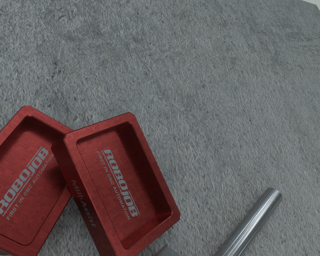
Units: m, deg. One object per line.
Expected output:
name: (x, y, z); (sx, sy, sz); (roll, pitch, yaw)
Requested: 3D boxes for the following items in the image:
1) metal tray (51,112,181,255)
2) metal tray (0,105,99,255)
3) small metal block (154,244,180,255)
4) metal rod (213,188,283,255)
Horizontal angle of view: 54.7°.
metal tray: (-0.041, 0.056, 0.317); (0.091, 0.030, 0.129); (-24, 88, -45)
metal tray: (-0.129, 0.050, 0.300); (0.090, 0.030, 0.130); (31, 52, -9)
small metal block: (0.007, 0.152, 0.302); (0.050, 0.025, 0.050); (31, 44, 31)
metal rod: (0.061, 0.159, 0.340); (0.302, 0.025, 0.025); (-33, 81, -38)
